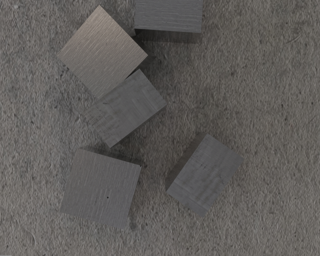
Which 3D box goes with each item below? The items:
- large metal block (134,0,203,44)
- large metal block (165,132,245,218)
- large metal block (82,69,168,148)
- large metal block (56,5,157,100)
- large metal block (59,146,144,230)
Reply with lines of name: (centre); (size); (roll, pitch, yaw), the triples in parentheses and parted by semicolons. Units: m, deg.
large metal block: (0.012, -0.157, 0.397); (0.081, 0.050, 0.080); (4, 90, -1)
large metal block: (0.050, 0.052, 0.383); (0.050, 0.080, 0.080); (35, 90, 0)
large metal block: (-0.039, -0.022, 0.382); (0.080, 0.080, 0.050); (-38, 90, 0)
large metal block: (-0.065, -0.090, 0.387); (0.080, 0.050, 0.080); (-44, 90, 15)
large metal block: (-0.071, 0.073, 0.397); (0.080, 0.050, 0.080); (16, 90, 0)
